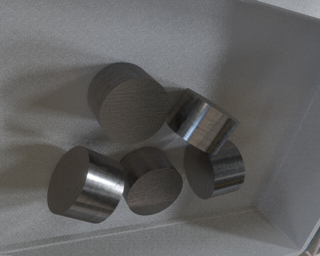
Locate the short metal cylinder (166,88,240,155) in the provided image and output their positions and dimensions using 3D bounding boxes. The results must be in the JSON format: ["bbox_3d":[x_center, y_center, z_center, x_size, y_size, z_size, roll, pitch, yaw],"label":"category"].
[{"bbox_3d":[0.055,-0.009,0.399,0.080,0.080,0.050,24,105,-37],"label":"short metal cylinder"}]

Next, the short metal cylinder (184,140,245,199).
[{"bbox_3d":[0.077,0.059,0.451,0.050,0.080,0.079,-9,122,-24],"label":"short metal cylinder"}]

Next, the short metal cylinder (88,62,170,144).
[{"bbox_3d":[-0.036,-0.029,0.354,0.081,0.050,0.079,-14,125,-21],"label":"short metal cylinder"}]

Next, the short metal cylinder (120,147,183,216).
[{"bbox_3d":[-0.016,0.073,0.429,0.081,0.050,0.079,-14,125,-21],"label":"short metal cylinder"}]

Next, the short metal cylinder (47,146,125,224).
[{"bbox_3d":[-0.087,0.067,0.365,0.050,0.080,0.080,31,101,-38],"label":"short metal cylinder"}]
